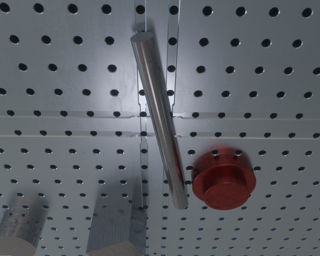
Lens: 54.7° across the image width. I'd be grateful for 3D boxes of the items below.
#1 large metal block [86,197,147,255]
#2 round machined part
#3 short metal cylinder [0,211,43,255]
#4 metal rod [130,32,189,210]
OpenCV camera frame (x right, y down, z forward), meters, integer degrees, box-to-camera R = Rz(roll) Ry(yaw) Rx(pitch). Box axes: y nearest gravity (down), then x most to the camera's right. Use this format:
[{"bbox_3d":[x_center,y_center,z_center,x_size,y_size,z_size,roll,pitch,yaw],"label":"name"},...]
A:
[{"bbox_3d":[-0.071,0.175,0.524,0.080,0.080,0.050,-22,127,17],"label":"large metal block"},{"bbox_3d":[0.099,0.090,0.479,0.099,0.042,0.097,0,130,0],"label":"round machined part"},{"bbox_3d":[-0.258,0.193,0.557,0.081,0.050,0.079,0,130,0],"label":"short metal cylinder"},{"bbox_3d":[0.008,0.015,0.424,0.025,0.025,0.298,-8,130,7],"label":"metal rod"}]
